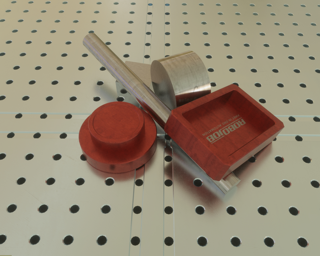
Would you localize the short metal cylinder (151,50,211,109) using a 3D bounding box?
[{"bbox_3d":[0.026,-0.060,0.422,0.050,0.080,0.080,-20,53,-16],"label":"short metal cylinder"}]

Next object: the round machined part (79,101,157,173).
[{"bbox_3d":[-0.053,0.004,0.391,0.099,0.042,0.098,0,50,0],"label":"round machined part"}]

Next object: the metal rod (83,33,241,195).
[{"bbox_3d":[-0.011,-0.033,0.413,0.025,0.025,0.300,-33,65,-24],"label":"metal rod"}]

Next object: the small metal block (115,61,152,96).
[{"bbox_3d":[-0.034,-0.073,0.469,0.050,0.025,0.050,10,51,8],"label":"small metal block"}]

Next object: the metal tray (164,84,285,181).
[{"bbox_3d":[0.081,-0.001,0.379,0.131,0.030,0.090,-25,61,-39],"label":"metal tray"}]
